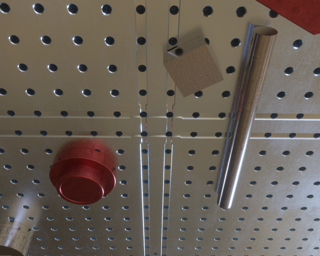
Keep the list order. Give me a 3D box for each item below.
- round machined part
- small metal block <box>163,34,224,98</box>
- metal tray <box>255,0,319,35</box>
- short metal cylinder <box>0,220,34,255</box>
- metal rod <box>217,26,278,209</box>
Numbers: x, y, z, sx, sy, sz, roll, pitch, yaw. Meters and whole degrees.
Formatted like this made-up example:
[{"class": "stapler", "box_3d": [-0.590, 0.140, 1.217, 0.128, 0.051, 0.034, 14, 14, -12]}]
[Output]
[{"class": "round machined part", "box_3d": [-0.116, 0.079, 0.466, 0.099, 0.042, 0.097, 0, 130, 0]}, {"class": "small metal block", "box_3d": [0.038, -0.070, 0.353, 0.050, 0.025, 0.050, -23, 127, 18]}, {"class": "metal tray", "box_3d": [0.123, -0.154, 0.279, 0.131, 0.030, 0.089, 22, 127, -18]}, {"class": "short metal cylinder", "box_3d": [-0.284, 0.214, 0.575, 0.081, 0.050, 0.079, 0, 130, 0]}, {"class": "metal rod", "box_3d": [0.109, 0.011, 0.421, 0.025, 0.025, 0.298, 0, 130, -1]}]
